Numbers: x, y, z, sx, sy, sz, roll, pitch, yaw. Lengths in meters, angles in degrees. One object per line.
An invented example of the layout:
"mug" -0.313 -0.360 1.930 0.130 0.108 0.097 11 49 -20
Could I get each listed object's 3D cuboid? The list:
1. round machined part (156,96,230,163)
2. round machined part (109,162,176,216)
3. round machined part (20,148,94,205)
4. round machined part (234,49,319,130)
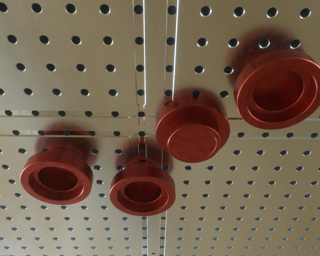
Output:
"round machined part" 0.043 0.009 0.409 0.099 0.042 0.097 -1 130 0
"round machined part" -0.026 0.090 0.477 0.099 0.042 0.097 -1 130 0
"round machined part" -0.147 0.067 0.456 0.099 0.042 0.097 -1 130 0
"round machined part" 0.135 -0.048 0.362 0.099 0.042 0.097 -1 130 0
